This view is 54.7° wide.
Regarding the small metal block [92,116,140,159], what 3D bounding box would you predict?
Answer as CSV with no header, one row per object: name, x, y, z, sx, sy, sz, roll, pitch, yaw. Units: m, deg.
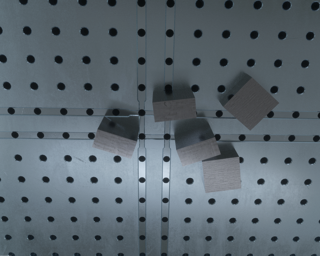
small metal block,-0.056,0.011,0.404,0.050,0.050,0.025,18,109,-7

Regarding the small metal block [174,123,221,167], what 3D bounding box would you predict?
small metal block,0.048,0.021,0.409,0.050,0.050,0.025,-19,109,6

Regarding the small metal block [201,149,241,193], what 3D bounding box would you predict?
small metal block,0.085,0.061,0.437,0.050,0.025,0.050,-8,110,2

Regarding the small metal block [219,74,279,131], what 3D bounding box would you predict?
small metal block,0.115,-0.034,0.403,0.050,0.025,0.050,39,105,-14

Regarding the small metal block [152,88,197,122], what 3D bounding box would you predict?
small metal block,0.017,-0.030,0.389,0.050,0.050,0.025,-6,110,2
